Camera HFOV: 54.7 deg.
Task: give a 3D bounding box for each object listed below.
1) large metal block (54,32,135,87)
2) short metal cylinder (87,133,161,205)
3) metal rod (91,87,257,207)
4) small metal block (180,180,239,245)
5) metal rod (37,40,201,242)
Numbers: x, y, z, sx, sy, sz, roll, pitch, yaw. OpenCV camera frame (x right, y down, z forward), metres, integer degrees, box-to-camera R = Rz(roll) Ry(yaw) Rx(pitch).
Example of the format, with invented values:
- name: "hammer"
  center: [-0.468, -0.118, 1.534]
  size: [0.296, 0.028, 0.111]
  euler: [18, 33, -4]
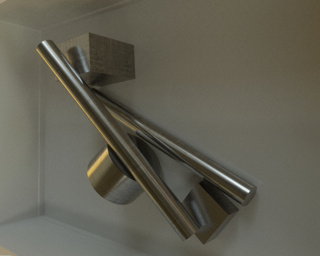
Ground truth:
- name: "large metal block"
  center: [-0.094, -0.094, 0.445]
  size: [0.080, 0.081, 0.050]
  euler: [-5, 87, 39]
- name: "short metal cylinder"
  center: [-0.046, 0.052, 0.404]
  size: [0.050, 0.081, 0.080]
  euler: [-47, 62, 29]
- name: "metal rod"
  center: [-0.010, 0.008, 0.412]
  size: [0.300, 0.025, 0.025]
  euler: [31, 109, 35]
- name: "small metal block"
  center: [0.054, 0.096, 0.359]
  size: [0.050, 0.025, 0.050]
  euler: [45, 117, 30]
- name: "metal rod"
  center: [-0.058, 0.005, 0.375]
  size: [0.300, 0.025, 0.025]
  euler: [50, 120, 13]
